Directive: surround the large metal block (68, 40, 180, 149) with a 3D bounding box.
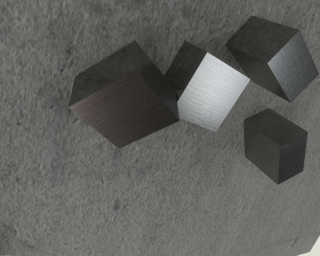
[{"bbox_3d":[-0.036,-0.032,0.333,0.080,0.050,0.080,-25,133,21],"label":"large metal block"}]

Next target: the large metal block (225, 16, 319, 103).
[{"bbox_3d":[0.143,-0.089,0.397,0.050,0.080,0.080,-46,130,4],"label":"large metal block"}]

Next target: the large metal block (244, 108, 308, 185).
[{"bbox_3d":[0.179,0.028,0.489,0.050,0.080,0.080,-24,127,-14],"label":"large metal block"}]

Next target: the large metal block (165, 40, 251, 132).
[{"bbox_3d":[0.051,-0.050,0.389,0.080,0.050,0.080,20,107,-36],"label":"large metal block"}]
